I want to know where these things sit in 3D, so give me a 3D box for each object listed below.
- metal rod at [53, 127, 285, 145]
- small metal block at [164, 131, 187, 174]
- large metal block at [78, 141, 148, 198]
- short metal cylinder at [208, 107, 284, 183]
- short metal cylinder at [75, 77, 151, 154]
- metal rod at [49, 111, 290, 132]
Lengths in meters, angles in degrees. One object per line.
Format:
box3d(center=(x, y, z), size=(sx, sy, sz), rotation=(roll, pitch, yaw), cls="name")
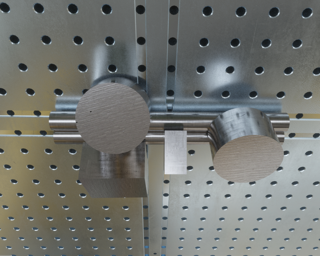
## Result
box3d(center=(0.013, 0.010, 0.416), size=(0.302, 0.025, 0.025), rotation=(0, 130, -1), cls="metal rod")
box3d(center=(0.018, 0.029, 0.378), size=(0.025, 0.050, 0.050), rotation=(0, 88, -1), cls="small metal block")
box3d(center=(-0.059, 0.059, 0.422), size=(0.081, 0.050, 0.080), rotation=(-1, 150, 0), cls="large metal block")
box3d(center=(0.102, 0.022, 0.377), size=(0.081, 0.050, 0.079), rotation=(0, 130, 0), cls="short metal cylinder")
box3d(center=(-0.051, -0.016, 0.358), size=(0.081, 0.050, 0.079), rotation=(0, 106, -1), cls="short metal cylinder")
box3d(center=(0.013, -0.009, 0.400), size=(0.302, 0.025, 0.025), rotation=(0, 130, -1), cls="metal rod")
